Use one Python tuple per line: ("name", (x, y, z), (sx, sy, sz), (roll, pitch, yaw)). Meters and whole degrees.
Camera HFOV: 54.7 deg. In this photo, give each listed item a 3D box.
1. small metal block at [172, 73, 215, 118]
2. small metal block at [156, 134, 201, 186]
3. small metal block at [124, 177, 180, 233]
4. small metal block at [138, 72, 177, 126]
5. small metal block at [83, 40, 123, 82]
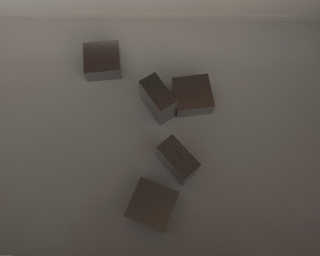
("small metal block", (0.044, -0.044, 0.426), (0.050, 0.025, 0.050), (-7, 70, -3))
("small metal block", (0.021, 0.041, 0.382), (0.025, 0.050, 0.050), (-40, 75, -13))
("small metal block", (-0.009, 0.094, 0.375), (0.050, 0.025, 0.050), (21, 71, 7))
("small metal block", (-0.003, -0.037, 0.410), (0.025, 0.050, 0.050), (-32, 74, -11))
("small metal block", (-0.082, -0.096, 0.444), (0.050, 0.025, 0.050), (-6, 70, -3))
